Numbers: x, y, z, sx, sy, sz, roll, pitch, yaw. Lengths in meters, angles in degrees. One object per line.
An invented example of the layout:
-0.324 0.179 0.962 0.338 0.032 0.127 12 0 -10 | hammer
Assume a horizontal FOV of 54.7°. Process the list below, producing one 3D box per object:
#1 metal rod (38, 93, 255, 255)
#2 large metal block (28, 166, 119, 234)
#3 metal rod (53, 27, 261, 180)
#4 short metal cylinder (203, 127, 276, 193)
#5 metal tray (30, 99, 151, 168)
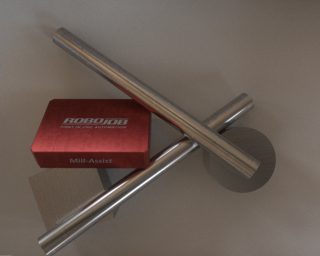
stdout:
-0.005 0.047 0.373 0.301 0.025 0.025 -34 90 -14 | metal rod
-0.106 0.083 0.393 0.080 0.050 0.080 -19 90 -1 | large metal block
-0.013 -0.037 0.380 0.300 0.025 0.025 36 90 12 | metal rod
0.099 0.038 0.398 0.081 0.050 0.079 0 90 -1 | short metal cylinder
-0.077 0.005 0.379 0.131 0.030 0.090 0 46 1 | metal tray
